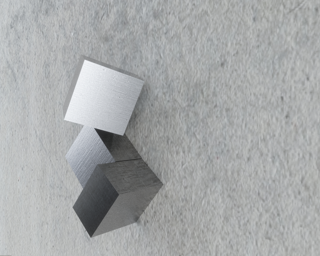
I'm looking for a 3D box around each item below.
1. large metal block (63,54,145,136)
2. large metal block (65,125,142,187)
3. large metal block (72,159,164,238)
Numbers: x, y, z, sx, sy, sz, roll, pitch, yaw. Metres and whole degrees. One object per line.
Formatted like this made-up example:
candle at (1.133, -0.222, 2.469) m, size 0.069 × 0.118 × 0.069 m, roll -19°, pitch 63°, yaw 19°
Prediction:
large metal block at (-0.078, -0.044, 0.418) m, size 0.080 × 0.081 × 0.050 m, roll -67°, pitch 25°, yaw 12°
large metal block at (-0.085, 0.043, 0.456) m, size 0.080 × 0.050 × 0.080 m, roll 52°, pitch 120°, yaw 27°
large metal block at (-0.056, 0.091, 0.413) m, size 0.050 × 0.081 × 0.080 m, roll 47°, pitch 118°, yaw 29°
